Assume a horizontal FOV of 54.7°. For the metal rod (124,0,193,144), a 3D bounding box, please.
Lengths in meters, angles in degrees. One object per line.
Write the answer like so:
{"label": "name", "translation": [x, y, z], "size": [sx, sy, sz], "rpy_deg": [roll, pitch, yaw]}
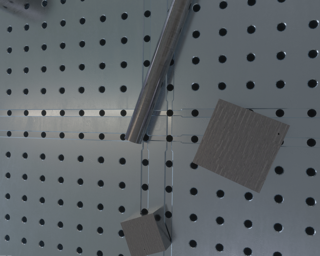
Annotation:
{"label": "metal rod", "translation": [0.013, -0.122, 0.407], "size": [0.025, 0.025, 0.298], "rpy_deg": [22, 97, 18]}

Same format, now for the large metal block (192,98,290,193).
{"label": "large metal block", "translation": [0.096, 0.019, 0.366], "size": [0.080, 0.050, 0.080], "rpy_deg": [24, 98, 18]}

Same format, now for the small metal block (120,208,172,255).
{"label": "small metal block", "translation": [-0.019, 0.143, 0.419], "size": [0.050, 0.025, 0.050], "rpy_deg": [-22, 83, 18]}

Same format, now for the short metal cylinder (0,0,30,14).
{"label": "short metal cylinder", "translation": [-0.250, -0.227, 0.487], "size": [0.080, 0.050, 0.079], "rpy_deg": [0, 90, 20]}
